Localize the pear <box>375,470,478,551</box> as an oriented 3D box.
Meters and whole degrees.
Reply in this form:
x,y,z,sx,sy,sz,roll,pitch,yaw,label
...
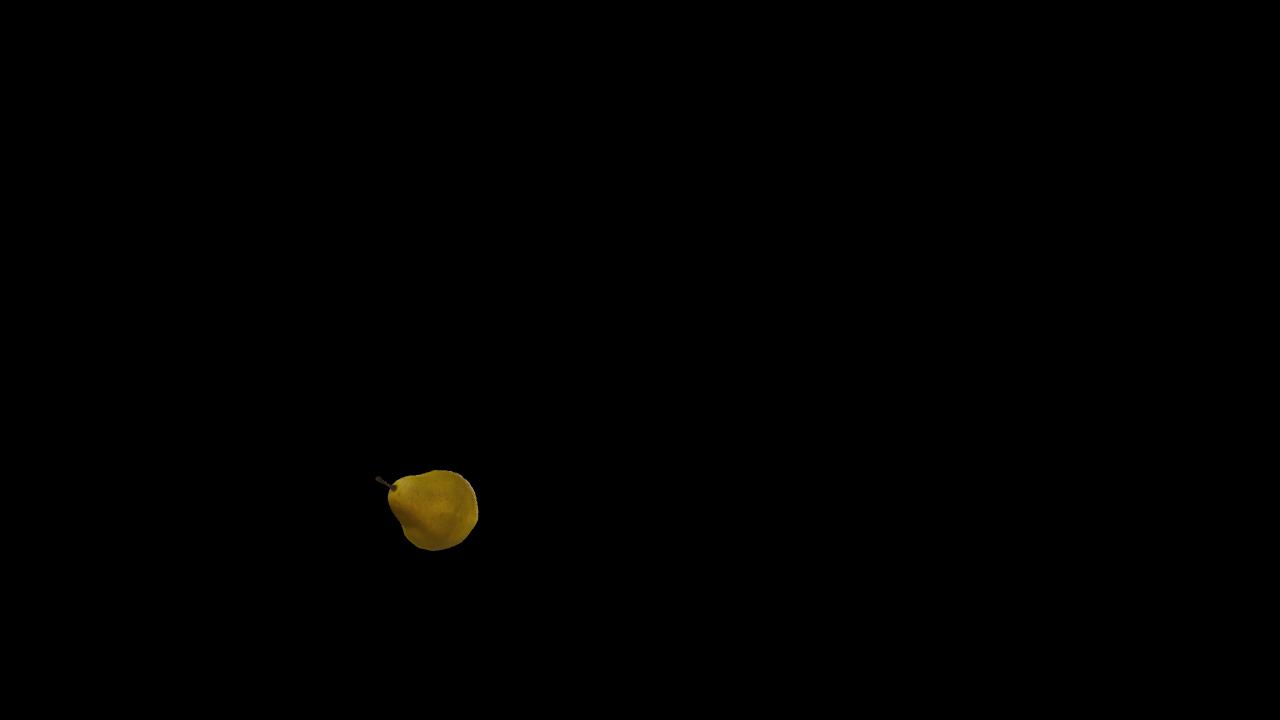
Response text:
x,y,z,sx,sy,sz,roll,pitch,yaw,label
-0.208,0.140,0.595,0.080,0.080,0.111,0,-22,23,pear
